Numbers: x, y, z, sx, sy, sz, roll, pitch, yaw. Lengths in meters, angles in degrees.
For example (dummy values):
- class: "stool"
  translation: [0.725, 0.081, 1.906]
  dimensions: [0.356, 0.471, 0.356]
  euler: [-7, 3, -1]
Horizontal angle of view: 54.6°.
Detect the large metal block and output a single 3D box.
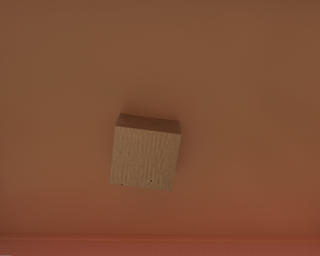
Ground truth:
- class: "large metal block"
  translation: [-0.019, 0.031, 0.409]
  dimensions: [0.080, 0.050, 0.079]
  euler: [7, 110, -3]
